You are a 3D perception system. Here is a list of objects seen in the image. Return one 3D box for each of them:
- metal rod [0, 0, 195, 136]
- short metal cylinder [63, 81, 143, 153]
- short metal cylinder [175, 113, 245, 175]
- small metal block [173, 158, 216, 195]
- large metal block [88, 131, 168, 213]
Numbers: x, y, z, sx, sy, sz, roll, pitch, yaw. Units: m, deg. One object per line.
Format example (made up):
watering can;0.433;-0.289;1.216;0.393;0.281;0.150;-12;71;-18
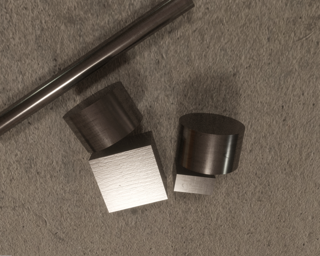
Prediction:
metal rod;-0.093;-0.074;0.381;0.300;0.025;0.025;-31;108;10
short metal cylinder;-0.068;-0.014;0.374;0.080;0.080;0.050;-28;108;9
short metal cylinder;0.062;0.017;0.388;0.081;0.080;0.050;4;110;-2
small metal block;0.044;0.064;0.421;0.050;0.050;0.025;7;110;-3
large metal block;-0.039;0.058;0.417;0.080;0.050;0.080;-15;110;5
